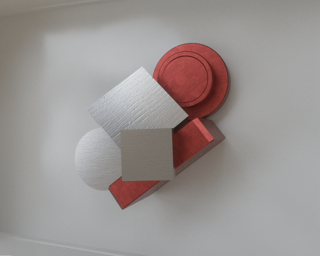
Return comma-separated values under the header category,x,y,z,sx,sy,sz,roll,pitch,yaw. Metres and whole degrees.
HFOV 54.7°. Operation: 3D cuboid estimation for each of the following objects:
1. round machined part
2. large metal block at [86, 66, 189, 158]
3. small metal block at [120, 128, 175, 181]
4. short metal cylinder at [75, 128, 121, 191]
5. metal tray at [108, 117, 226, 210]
category,x,y,z,sx,sy,sz,roll,pitch,yaw
round machined part,0.036,-0.058,0.386,0.098,0.042,0.097,0,90,19
large metal block,-0.025,-0.010,0.365,0.080,0.050,0.080,-39,76,-10
small metal block,-0.011,0.026,0.311,0.050,0.025,0.050,-2,89,6
short metal cylinder,-0.066,0.040,0.417,0.080,0.050,0.079,0,90,19
metal tray,0.012,0.040,0.369,0.130,0.090,0.030,-39,77,15
